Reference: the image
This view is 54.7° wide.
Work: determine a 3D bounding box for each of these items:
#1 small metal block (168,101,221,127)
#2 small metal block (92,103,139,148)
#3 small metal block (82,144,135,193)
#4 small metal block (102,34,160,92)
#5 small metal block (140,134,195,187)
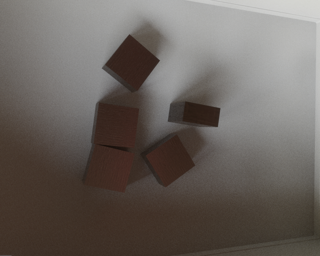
[{"bbox_3d":[0.044,-0.017,0.413,0.050,0.050,0.025,9,87,-20],"label":"small metal block"},{"bbox_3d":[-0.057,-0.003,0.389,0.050,0.025,0.050,8,88,-20],"label":"small metal block"},{"bbox_3d":[-0.065,0.049,0.387,0.050,0.025,0.050,16,85,-20],"label":"small metal block"},{"bbox_3d":[-0.037,-0.081,0.397,0.050,0.025,0.050,38,78,-16],"label":"small metal block"},{"bbox_3d":[0.010,0.042,0.414,0.050,0.025,0.050,-34,101,-17],"label":"small metal block"}]
